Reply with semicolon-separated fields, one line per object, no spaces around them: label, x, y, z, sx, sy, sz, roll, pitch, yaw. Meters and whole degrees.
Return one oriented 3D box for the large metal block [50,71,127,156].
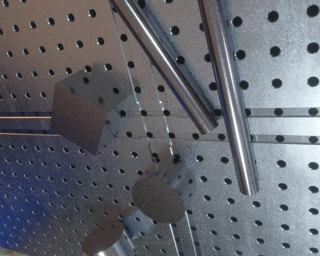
large metal block;-0.102;-0.021;0.436;0.080;0.050;0.079;29;128;9

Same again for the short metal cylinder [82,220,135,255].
short metal cylinder;-0.091;0.213;0.556;0.080;0.080;0.050;-11;113;33

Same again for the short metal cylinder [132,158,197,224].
short metal cylinder;0.007;0.090;0.447;0.080;0.050;0.079;13;124;21

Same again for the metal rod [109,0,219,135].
metal rod;-0.025;-0.119;0.350;0.025;0.025;0.299;-27;104;37

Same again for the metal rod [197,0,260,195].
metal rod;0.074;-0.052;0.340;0.025;0.025;0.298;-4;117;30
